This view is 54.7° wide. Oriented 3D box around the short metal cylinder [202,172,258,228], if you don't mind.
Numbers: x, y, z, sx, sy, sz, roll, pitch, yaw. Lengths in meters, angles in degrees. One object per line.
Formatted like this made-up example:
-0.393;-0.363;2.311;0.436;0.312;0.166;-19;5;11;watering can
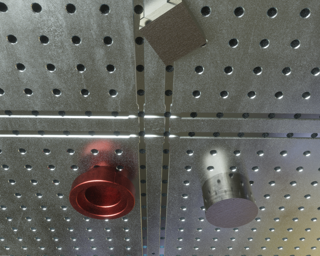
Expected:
0.111;0.116;0.496;0.081;0.050;0.079;0;130;0;short metal cylinder

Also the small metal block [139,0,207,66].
0.014;-0.102;0.325;0.050;0.025;0.050;-27;126;21;small metal block

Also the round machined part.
-0.087;0.097;0.482;0.099;0.042;0.097;-1;130;0;round machined part
